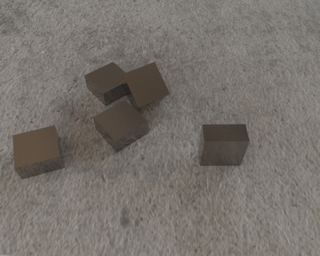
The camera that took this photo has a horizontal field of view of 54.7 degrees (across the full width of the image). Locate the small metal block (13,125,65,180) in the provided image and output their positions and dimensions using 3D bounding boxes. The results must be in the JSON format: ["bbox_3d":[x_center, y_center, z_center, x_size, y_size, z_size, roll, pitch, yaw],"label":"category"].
[{"bbox_3d":[-0.148,0.029,0.377,0.050,0.025,0.050,-15,52,-13],"label":"small metal block"}]

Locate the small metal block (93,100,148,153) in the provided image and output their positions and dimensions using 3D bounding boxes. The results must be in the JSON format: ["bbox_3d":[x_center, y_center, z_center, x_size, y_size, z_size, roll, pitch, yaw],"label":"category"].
[{"bbox_3d":[-0.051,-0.003,0.405,0.050,0.025,0.050,-32,57,-25],"label":"small metal block"}]

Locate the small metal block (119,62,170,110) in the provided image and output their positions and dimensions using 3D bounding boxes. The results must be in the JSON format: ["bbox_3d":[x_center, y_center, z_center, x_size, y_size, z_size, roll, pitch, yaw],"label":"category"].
[{"bbox_3d":[-0.022,-0.058,0.436,0.050,0.025,0.050,-26,92,-20],"label":"small metal block"}]

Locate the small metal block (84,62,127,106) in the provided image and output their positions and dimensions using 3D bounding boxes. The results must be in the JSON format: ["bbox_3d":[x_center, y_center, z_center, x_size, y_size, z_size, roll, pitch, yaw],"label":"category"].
[{"bbox_3d":[-0.075,-0.066,0.458,0.050,0.025,0.050,-33,58,-25],"label":"small metal block"}]

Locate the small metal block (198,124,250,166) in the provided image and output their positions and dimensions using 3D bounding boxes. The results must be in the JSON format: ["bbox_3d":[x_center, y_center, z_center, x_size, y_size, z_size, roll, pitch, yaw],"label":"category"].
[{"bbox_3d":[0.074,0.021,0.370,0.050,0.050,0.025,0,50,-1],"label":"small metal block"}]
